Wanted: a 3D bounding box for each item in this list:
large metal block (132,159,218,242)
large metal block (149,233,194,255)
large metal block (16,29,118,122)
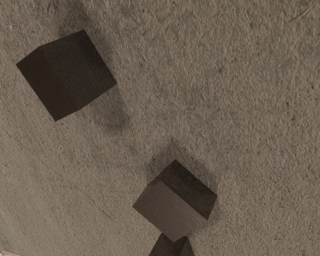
[{"bbox_3d":[0.021,0.105,0.444,0.080,0.050,0.080,41,129,-1],"label":"large metal block"},{"bbox_3d":[0.018,0.233,0.504,0.050,0.080,0.080,-3,117,29],"label":"large metal block"},{"bbox_3d":[-0.112,-0.067,0.387,0.050,0.080,0.080,-20,108,35],"label":"large metal block"}]
